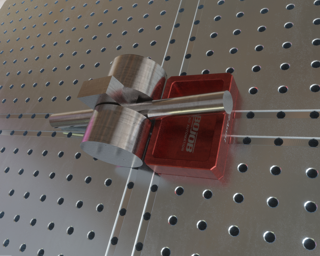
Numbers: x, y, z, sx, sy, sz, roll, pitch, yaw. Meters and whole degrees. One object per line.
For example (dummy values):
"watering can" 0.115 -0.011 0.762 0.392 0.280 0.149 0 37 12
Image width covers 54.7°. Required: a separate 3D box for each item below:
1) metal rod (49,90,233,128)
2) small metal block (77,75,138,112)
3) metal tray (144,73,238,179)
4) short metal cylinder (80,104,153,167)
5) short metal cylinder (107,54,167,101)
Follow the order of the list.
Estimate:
"metal rod" -0.049 -0.020 0.416 0.300 0.025 0.025 -4 60 36
"small metal block" -0.065 -0.038 0.389 0.050 0.050 0.025 -4 60 36
"metal tray" 0.041 -0.006 0.387 0.090 0.030 0.130 1 62 28
"short metal cylinder" -0.054 0.012 0.393 0.080 0.080 0.050 2 63 29
"short metal cylinder" -0.035 -0.055 0.423 0.080 0.080 0.050 1 62 28
